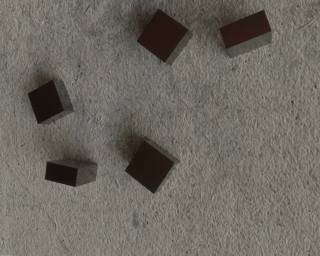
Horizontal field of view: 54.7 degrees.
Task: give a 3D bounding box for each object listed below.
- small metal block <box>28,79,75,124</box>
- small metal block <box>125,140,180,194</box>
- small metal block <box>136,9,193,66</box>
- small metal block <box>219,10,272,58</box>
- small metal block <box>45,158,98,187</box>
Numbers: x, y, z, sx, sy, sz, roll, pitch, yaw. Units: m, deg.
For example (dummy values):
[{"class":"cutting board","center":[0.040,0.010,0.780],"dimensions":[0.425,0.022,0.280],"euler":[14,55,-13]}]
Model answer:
[{"class":"small metal block","center":[-0.164,-0.038,0.467],"dimensions":[0.050,0.025,0.050],"euler":[-24,82,18]},{"class":"small metal block","center":[-0.010,0.051,0.412],"dimensions":[0.050,0.025,0.050],"euler":[36,101,16]},{"class":"small metal block","center":[0.006,-0.118,0.407],"dimensions":[0.050,0.025,0.050],"euler":[40,103,15]},{"class":"small metal block","center":[0.101,-0.107,0.360],"dimensions":[0.050,0.050,0.025],"euler":[-19,84,19]},{"class":"small metal block","center":[-0.125,0.062,0.440],"dimensions":[0.050,0.050,0.025],"euler":[9,93,20]}]
